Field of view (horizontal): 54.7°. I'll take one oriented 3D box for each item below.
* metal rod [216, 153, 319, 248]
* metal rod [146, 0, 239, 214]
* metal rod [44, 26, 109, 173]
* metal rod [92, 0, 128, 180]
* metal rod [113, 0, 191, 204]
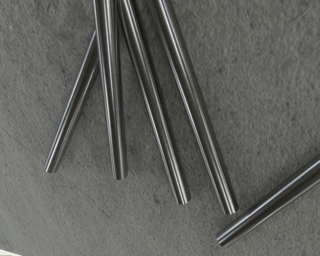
[{"bbox_3d":[0.159,0.069,0.364,0.025,0.025,0.298,37,129,3],"label":"metal rod"},{"bbox_3d":[0.044,-0.020,0.370,0.025,0.025,0.299,-8,115,31],"label":"metal rod"},{"bbox_3d":[-0.127,-0.026,0.455,0.025,0.025,0.298,37,129,3],"label":"metal rod"},{"bbox_3d":[-0.060,-0.045,0.390,0.025,0.025,0.298,16,131,18],"label":"metal rod"},{"bbox_3d":[-0.006,-0.028,0.391,0.025,0.025,0.298,-2,118,29],"label":"metal rod"}]
